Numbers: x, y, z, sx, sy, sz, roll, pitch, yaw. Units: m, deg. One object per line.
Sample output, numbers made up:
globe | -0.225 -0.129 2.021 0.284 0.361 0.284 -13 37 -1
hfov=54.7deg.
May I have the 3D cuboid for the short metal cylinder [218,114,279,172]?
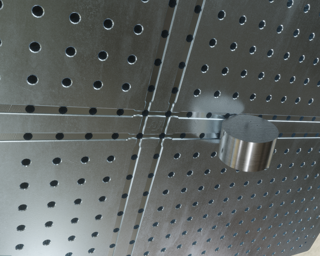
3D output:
short metal cylinder | 0.130 0.021 0.462 0.081 0.080 0.050 -12 124 -22
